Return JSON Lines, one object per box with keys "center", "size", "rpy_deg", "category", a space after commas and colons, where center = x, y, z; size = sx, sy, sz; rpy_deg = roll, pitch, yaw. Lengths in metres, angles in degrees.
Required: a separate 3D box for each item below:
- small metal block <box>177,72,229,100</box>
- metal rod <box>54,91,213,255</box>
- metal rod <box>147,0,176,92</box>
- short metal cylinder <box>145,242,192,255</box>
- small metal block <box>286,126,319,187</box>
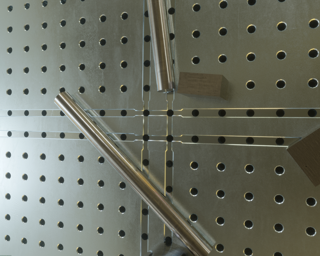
{"center": [0.054, -0.051, 0.380], "size": [0.050, 0.050, 0.025], "rpy_deg": [8, 93, 20], "category": "small metal block"}
{"center": [-0.045, 0.057, 0.428], "size": [0.300, 0.025, 0.025], "rpy_deg": [45, 104, 14], "category": "metal rod"}
{"center": [-0.008, -0.198, 0.415], "size": [0.025, 0.025, 0.298], "rpy_deg": [-8, 87, 20], "category": "metal rod"}
{"center": [0.006, 0.196, 0.397], "size": [0.080, 0.050, 0.080], "rpy_deg": [0, 90, 20], "category": "short metal cylinder"}
{"center": [0.180, 0.030, 0.349], "size": [0.050, 0.025, 0.050], "rpy_deg": [-38, 78, 16], "category": "small metal block"}
